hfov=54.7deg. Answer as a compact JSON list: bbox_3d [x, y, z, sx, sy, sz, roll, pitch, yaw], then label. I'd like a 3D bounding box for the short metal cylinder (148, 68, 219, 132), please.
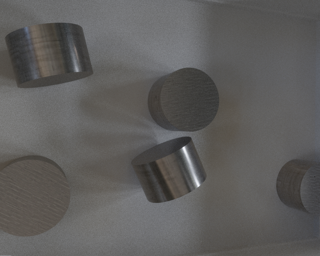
[{"bbox_3d":[0.030,-0.035,0.408,0.081,0.050,0.080,0,90,-20],"label":"short metal cylinder"}]

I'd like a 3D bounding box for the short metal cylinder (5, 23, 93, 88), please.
[{"bbox_3d":[-0.119,-0.077,0.337,0.081,0.080,0.050,-14,95,-20],"label":"short metal cylinder"}]

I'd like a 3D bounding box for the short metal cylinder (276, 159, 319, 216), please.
[{"bbox_3d":[0.231,0.091,0.482,0.081,0.050,0.080,0,90,-20],"label":"short metal cylinder"}]

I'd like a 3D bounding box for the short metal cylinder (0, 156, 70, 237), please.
[{"bbox_3d":[-0.143,0.072,0.344,0.081,0.050,0.080,0,90,-20],"label":"short metal cylinder"}]

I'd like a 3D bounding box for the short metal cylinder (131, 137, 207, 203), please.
[{"bbox_3d":[0.011,0.050,0.385,0.081,0.080,0.050,-26,99,-18],"label":"short metal cylinder"}]
